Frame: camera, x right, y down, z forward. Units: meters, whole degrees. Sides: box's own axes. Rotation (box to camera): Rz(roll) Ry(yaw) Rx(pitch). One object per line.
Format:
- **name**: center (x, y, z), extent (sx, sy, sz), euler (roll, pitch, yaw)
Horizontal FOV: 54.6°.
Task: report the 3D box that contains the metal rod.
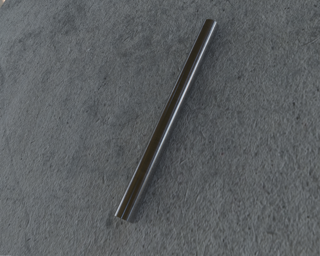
- **metal rod**: center (0.016, -0.022, 0.409), extent (0.025, 0.025, 0.300), euler (12, 67, 33)
